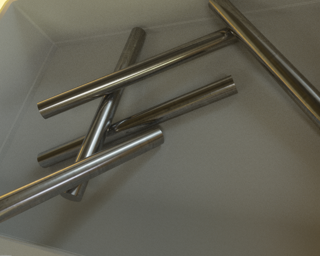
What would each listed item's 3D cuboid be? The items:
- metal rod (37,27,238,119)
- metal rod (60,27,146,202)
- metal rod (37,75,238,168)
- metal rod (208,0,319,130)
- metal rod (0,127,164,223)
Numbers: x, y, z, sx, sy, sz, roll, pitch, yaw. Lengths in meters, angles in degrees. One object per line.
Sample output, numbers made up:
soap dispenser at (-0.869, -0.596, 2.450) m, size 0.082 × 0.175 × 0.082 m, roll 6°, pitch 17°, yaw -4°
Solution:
metal rod at (-0.020, -0.080, 0.424) m, size 0.301 × 0.025 × 0.025 m, roll -22°, pitch 52°, yaw -2°
metal rod at (-0.070, -0.040, 0.441) m, size 0.025 × 0.025 × 0.300 m, roll -4°, pitch 52°, yaw 26°
metal rod at (-0.041, -0.003, 0.429) m, size 0.301 × 0.025 × 0.025 m, roll -21°, pitch 54°, yaw 15°
metal rod at (0.139, -0.063, 0.350) m, size 0.025 × 0.025 × 0.299 m, roll -33°, pitch 58°, yaw 7°
metal rod at (-0.122, 0.064, 0.329) m, size 0.302 × 0.025 × 0.025 m, roll -24°, pitch 44°, yaw -30°
